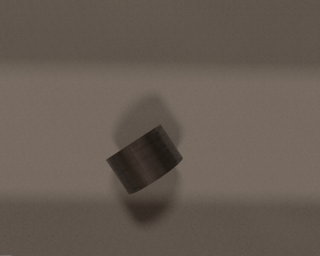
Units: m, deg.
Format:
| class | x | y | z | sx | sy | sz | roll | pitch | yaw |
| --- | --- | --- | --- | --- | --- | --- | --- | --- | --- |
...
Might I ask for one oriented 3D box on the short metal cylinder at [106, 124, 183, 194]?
| class | x | y | z | sx | sy | sz | roll | pitch | yaw |
| --- | --- | --- | --- | --- | --- | --- | --- | --- | --- |
| short metal cylinder | -0.019 | 0.038 | 0.384 | 0.080 | 0.080 | 0.050 | -33 | 91 | 0 |
